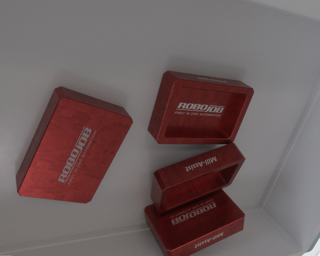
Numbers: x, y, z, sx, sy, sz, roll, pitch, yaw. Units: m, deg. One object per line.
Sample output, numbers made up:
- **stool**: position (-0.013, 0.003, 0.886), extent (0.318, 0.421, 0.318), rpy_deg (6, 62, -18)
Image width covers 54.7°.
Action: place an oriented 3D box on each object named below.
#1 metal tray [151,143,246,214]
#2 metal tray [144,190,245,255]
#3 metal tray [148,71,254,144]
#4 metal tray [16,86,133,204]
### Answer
- **metal tray**: position (0.054, 0.076, 0.459), extent (0.131, 0.030, 0.090), rpy_deg (-18, 147, -17)
- **metal tray**: position (0.052, 0.140, 0.481), extent (0.131, 0.090, 0.030), rpy_deg (-18, 126, -18)
- **metal tray**: position (0.057, -0.023, 0.421), extent (0.131, 0.030, 0.089), rpy_deg (2, 118, -30)
- **metal tray**: position (-0.101, 0.026, 0.366), extent (0.091, 0.030, 0.129), rpy_deg (18, 109, -35)
